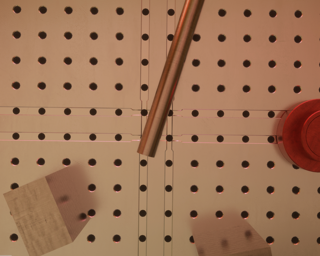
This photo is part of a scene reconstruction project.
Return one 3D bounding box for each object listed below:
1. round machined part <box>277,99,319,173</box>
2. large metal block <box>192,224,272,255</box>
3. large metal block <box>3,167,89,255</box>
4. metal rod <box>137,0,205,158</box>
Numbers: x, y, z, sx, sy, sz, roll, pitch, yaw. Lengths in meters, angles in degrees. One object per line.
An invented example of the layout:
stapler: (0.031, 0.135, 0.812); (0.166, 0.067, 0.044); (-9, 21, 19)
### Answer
round machined part: (0.210, 0.010, 0.406); (0.099, 0.042, 0.097); (0, 90, 0)
large metal block: (0.089, 0.164, 0.387); (0.080, 0.080, 0.050); (-10, 90, 0)
large metal block: (-0.136, 0.100, 0.385); (0.050, 0.080, 0.080); (-23, 90, 0)
metal rod: (0.026, -0.107, 0.413); (0.025, 0.025, 0.298); (18, 90, 0)
